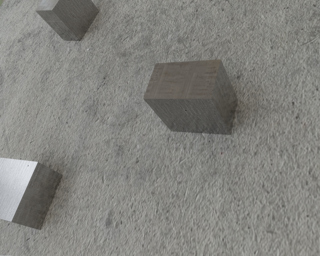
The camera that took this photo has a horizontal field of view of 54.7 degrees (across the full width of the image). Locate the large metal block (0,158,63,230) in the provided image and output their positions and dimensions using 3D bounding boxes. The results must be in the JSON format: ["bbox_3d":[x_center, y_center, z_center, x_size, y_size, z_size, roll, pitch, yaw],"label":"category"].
[{"bbox_3d":[-0.198,0.091,0.436,0.080,0.050,0.080,2,62,29],"label":"large metal block"}]

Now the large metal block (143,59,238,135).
[{"bbox_3d":[0.040,-0.034,0.369,0.080,0.080,0.050,3,64,30],"label":"large metal block"}]

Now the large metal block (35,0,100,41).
[{"bbox_3d":[-0.177,-0.228,0.602,0.050,0.080,0.080,13,69,33],"label":"large metal block"}]
